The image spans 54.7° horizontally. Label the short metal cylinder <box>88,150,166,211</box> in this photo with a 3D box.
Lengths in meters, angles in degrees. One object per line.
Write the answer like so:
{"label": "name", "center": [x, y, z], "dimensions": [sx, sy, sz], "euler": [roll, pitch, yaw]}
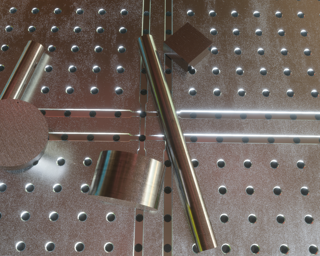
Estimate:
{"label": "short metal cylinder", "center": [-0.037, 0.062, 0.359], "dimensions": [0.080, 0.080, 0.050], "euler": [11, 71, 3]}

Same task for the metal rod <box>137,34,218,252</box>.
{"label": "metal rod", "center": [0.017, 0.005, 0.410], "dimensions": [0.025, 0.025, 0.299], "euler": [-14, 71, -5]}

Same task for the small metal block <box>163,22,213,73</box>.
{"label": "small metal block", "center": [0.040, -0.119, 0.456], "dimensions": [0.050, 0.025, 0.050], "euler": [-42, 76, -14]}

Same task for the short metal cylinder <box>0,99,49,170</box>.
{"label": "short metal cylinder", "center": [-0.180, 0.010, 0.379], "dimensions": [0.081, 0.050, 0.080], "euler": [5, 75, -20]}

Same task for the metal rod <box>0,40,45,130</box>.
{"label": "metal rod", "center": [-0.222, 0.015, 0.403], "dimensions": [0.025, 0.025, 0.299], "euler": [15, 70, 5]}
